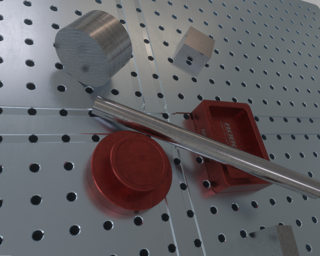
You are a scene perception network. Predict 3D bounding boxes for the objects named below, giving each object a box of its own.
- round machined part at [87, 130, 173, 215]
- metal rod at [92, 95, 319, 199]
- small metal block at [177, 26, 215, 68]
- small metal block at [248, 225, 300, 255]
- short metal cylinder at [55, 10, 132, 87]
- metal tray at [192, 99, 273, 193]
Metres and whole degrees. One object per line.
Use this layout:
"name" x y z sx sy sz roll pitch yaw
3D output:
"round machined part" -0.029 0.045 0.354 0.099 0.042 0.098 13 56 -21
"metal rod" 0.061 0.025 0.390 0.301 0.025 0.025 21 53 -3
"small metal block" 0.062 -0.138 0.525 0.050 0.025 0.050 27 52 -11
"small metal block" 0.138 0.149 0.375 0.025 0.050 0.050 9 58 -24
"short metal cylinder" -0.082 -0.099 0.389 0.080 0.080 0.050 38 51 -3
"metal tray" 0.105 0.024 0.446 0.091 0.030 0.130 2 61 -27
